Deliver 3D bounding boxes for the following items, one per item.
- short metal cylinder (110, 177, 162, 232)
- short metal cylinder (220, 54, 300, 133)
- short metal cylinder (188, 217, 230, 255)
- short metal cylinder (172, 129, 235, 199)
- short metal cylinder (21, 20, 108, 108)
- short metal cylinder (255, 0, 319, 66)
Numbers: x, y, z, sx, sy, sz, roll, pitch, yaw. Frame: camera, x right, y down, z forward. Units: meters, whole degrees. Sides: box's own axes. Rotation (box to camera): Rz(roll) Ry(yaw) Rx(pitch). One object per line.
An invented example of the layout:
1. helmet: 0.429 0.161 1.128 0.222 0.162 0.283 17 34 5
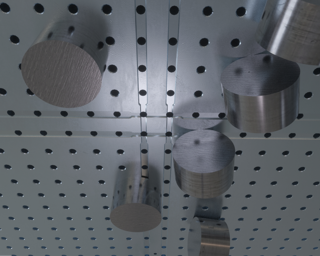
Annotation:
1. short metal cylinder: -0.038 0.125 0.501 0.081 0.050 0.079 0 130 0
2. short metal cylinder: 0.111 -0.040 0.343 0.080 0.080 0.050 -11 129 9
3. short metal cylinder: 0.084 0.202 0.548 0.050 0.080 0.079 10 130 -8
4. short metal cylinder: 0.059 0.047 0.416 0.080 0.080 0.050 -5 130 4
5. short metal cylinder: -0.100 -0.069 0.336 0.081 0.050 0.079 0 130 0
6. short metal cylinder: 0.137 -0.101 0.291 0.081 0.080 0.050 6 130 -5
